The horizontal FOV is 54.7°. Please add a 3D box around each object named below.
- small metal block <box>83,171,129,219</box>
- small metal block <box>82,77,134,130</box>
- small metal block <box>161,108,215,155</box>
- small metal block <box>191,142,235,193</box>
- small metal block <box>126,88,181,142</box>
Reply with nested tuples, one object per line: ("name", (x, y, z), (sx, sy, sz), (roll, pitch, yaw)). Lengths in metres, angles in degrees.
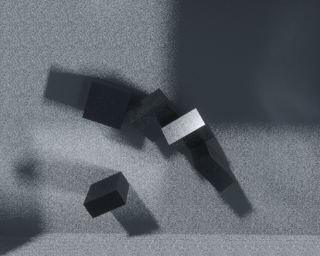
("small metal block", (-0.073, 0.092, 0.431), (0.050, 0.050, 0.025), (-25, 108, 9))
("small metal block", (-0.066, -0.032, 0.398), (0.050, 0.025, 0.050), (18, 109, -5))
("small metal block", (0.037, 0.006, 0.399), (0.050, 0.050, 0.025), (-31, 63, 11))
("small metal block", (0.070, 0.051, 0.417), (0.025, 0.050, 0.050), (-42, 105, 14))
("small metal block", (-0.006, -0.015, 0.394), (0.050, 0.025, 0.050), (-33, 137, 11))
